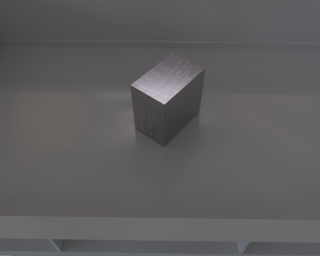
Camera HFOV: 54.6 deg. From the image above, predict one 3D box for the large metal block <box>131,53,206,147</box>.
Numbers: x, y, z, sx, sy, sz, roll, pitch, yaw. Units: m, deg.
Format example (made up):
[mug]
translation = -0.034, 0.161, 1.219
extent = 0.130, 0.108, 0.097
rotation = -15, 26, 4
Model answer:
[large metal block]
translation = 0.011, -0.036, 0.400
extent = 0.050, 0.080, 0.080
rotation = 32, 57, 24
